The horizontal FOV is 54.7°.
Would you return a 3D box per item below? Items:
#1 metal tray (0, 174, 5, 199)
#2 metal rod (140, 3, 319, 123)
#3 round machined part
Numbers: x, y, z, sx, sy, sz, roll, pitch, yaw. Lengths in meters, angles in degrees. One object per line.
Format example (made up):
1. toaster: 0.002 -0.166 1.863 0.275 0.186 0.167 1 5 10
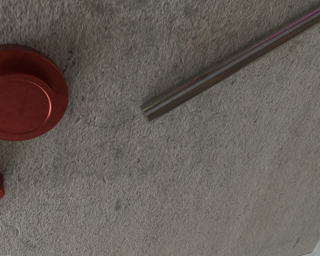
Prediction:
1. metal tray: -0.242 0.065 0.311 0.090 0.030 0.130 -49 129 6
2. metal rod: 0.109 -0.092 0.409 0.301 0.025 0.025 -31 129 -9
3. round machined part: -0.139 -0.028 0.302 0.099 0.042 0.097 -14 124 -21
